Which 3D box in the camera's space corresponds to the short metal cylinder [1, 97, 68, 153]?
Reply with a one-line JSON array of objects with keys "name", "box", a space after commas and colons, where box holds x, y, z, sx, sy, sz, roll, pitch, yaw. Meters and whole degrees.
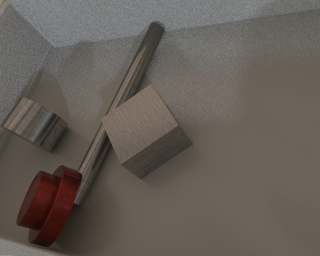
[{"name": "short metal cylinder", "box": [-0.189, -0.004, 0.469, 0.080, 0.080, 0.050, 16, 70, 34]}]

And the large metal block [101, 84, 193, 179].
[{"name": "large metal block", "box": [-0.018, 0.004, 0.395, 0.080, 0.050, 0.080, -35, 52, 5]}]

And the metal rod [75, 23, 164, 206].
[{"name": "metal rod", "box": [-0.060, -0.032, 0.455, 0.025, 0.025, 0.300, 10, 66, 32]}]

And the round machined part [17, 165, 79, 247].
[{"name": "round machined part", "box": [-0.142, 0.091, 0.382, 0.098, 0.042, 0.098, -45, 30, 36]}]
